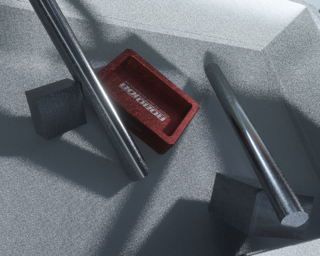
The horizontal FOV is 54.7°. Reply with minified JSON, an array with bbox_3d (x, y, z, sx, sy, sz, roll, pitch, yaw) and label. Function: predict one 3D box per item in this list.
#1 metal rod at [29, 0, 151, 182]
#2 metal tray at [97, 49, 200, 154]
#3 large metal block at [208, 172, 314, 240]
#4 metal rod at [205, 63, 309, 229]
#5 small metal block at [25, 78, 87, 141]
[{"bbox_3d":[-0.093,-0.074,0.345,0.025,0.025,0.299,-34,99,-38],"label":"metal rod"},{"bbox_3d":[-0.020,-0.038,0.415,0.130,0.030,0.090,39,51,-2],"label":"metal tray"},{"bbox_3d":[0.118,0.091,0.371,0.081,0.080,0.050,12,89,-22],"label":"large metal block"},{"bbox_3d":[0.104,-0.007,0.397,0.025,0.025,0.300,16,33,-19],"label":"metal rod"},{"bbox_3d":[-0.112,-0.022,0.340,0.025,0.050,0.050,24,39,38],"label":"small metal block"}]
